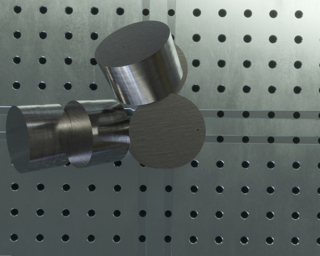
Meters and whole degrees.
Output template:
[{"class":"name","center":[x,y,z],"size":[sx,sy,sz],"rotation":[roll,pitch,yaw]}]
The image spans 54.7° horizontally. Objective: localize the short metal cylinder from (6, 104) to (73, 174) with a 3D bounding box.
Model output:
[{"class":"short metal cylinder","center":[-0.148,0.011,0.378],"size":[0.050,0.080,0.080],"rotation":[-8,90,-42]}]

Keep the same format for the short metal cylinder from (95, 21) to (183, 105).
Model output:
[{"class":"short metal cylinder","center":[-0.021,-0.070,0.329],"size":[0.080,0.080,0.050],"rotation":[-24,133,0]}]

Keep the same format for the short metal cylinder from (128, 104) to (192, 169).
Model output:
[{"class":"short metal cylinder","center":[-0.002,0.009,0.400],"size":[0.081,0.050,0.079],"rotation":[0,90,0]}]

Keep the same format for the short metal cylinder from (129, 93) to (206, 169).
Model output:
[{"class":"short metal cylinder","center":[0.008,0.003,0.349],"size":[0.081,0.050,0.079],"rotation":[0,90,0]}]

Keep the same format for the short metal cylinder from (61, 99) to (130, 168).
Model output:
[{"class":"short metal cylinder","center":[-0.080,0.005,0.378],"size":[0.050,0.080,0.080],"rotation":[-7,90,-42]}]

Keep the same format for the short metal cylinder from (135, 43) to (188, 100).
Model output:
[{"class":"short metal cylinder","center":[-0.006,-0.071,0.400],"size":[0.081,0.050,0.079],"rotation":[0,90,0]}]
